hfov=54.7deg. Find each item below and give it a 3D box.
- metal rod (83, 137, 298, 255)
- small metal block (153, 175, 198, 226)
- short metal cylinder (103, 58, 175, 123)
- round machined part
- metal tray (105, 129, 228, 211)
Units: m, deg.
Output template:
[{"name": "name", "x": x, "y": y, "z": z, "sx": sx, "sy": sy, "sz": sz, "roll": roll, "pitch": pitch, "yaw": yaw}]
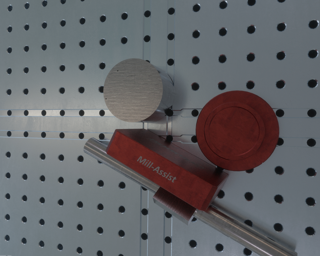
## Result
[{"name": "metal rod", "x": 0.025, "y": 0.090, "z": 0.403, "sx": 0.301, "sy": 0.025, "sz": 0.025, "roll": 27, "pitch": 99, "yaw": 17}, {"name": "small metal block", "x": 0.027, "y": 0.082, "z": 0.378, "sx": 0.050, "sy": 0.025, "sz": 0.050, "roll": 30, "pitch": 67, "yaw": 19}, {"name": "short metal cylinder", "x": -0.026, "y": -0.047, "z": 0.408, "sx": 0.080, "sy": 0.050, "sz": 0.079, "roll": 0, "pitch": 90, "yaw": 19}, {"name": "round machined part", "x": 0.091, "y": 0.004, "z": 0.372, "sx": 0.098, "sy": 0.042, "sz": 0.097, "roll": 0, "pitch": 90, "yaw": 19}, {"name": "metal tray", "x": 0.012, "y": 0.043, "z": 0.373, "sx": 0.130, "sy": 0.090, "sz": 0.030, "roll": 29, "pitch": 100, "yaw": 17}]
